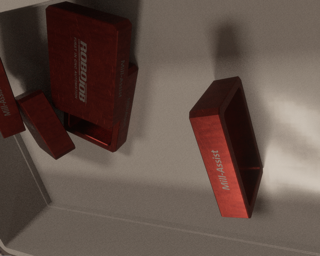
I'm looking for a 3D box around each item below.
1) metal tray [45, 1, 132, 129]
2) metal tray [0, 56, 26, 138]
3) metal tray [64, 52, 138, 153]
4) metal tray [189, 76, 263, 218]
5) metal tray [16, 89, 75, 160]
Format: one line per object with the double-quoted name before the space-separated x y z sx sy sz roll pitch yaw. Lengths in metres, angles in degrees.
"metal tray" -0.085 -0.071 0.365 0.090 0.030 0.129 21 126 15
"metal tray" -0.222 -0.060 0.408 0.090 0.030 0.129 47 148 32
"metal tray" -0.085 -0.038 0.424 0.090 0.030 0.129 24 127 13
"metal tray" 0.078 0.020 0.337 0.030 0.090 0.129 -7 115 31
"metal tray" -0.174 -0.008 0.450 0.130 0.030 0.090 9 129 59
